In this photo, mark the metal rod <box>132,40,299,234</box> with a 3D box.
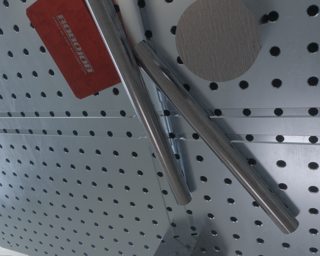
[{"bbox_3d":[0.070,0.016,0.383,0.300,0.025,0.025,49,129,-7],"label":"metal rod"}]

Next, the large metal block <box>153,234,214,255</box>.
[{"bbox_3d":[0.045,0.229,0.513,0.080,0.050,0.080,-23,106,36],"label":"large metal block"}]

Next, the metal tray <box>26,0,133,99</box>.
[{"bbox_3d":[-0.100,-0.109,0.393,0.090,0.030,0.130,-16,110,34],"label":"metal tray"}]

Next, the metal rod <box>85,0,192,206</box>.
[{"bbox_3d":[-0.016,-0.016,0.388,0.025,0.025,0.299,-5,123,30],"label":"metal rod"}]

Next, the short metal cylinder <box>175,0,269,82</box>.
[{"bbox_3d":[0.062,-0.092,0.306,0.080,0.050,0.079,13,124,21],"label":"short metal cylinder"}]
